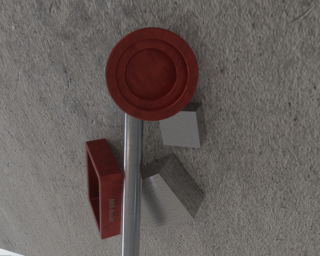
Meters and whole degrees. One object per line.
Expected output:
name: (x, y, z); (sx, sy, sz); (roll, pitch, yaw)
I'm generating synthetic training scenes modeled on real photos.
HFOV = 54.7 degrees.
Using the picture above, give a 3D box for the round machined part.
round machined part: (-0.011, -0.060, 0.344); (0.099, 0.042, 0.097); (-3, 104, -10)

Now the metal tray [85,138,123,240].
metal tray: (-0.087, 0.093, 0.473); (0.090, 0.030, 0.129); (-126, 35, -47)

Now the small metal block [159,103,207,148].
small metal block: (0.028, -0.004, 0.389); (0.050, 0.025, 0.050); (3, 120, 26)

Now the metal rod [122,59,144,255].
metal rod: (-0.036, 0.056, 0.404); (0.025, 0.025, 0.298); (9, 105, 23)

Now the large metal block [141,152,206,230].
large metal block: (0.004, 0.092, 0.446); (0.080, 0.050, 0.080); (-28, 103, 37)
